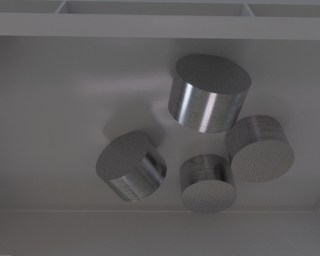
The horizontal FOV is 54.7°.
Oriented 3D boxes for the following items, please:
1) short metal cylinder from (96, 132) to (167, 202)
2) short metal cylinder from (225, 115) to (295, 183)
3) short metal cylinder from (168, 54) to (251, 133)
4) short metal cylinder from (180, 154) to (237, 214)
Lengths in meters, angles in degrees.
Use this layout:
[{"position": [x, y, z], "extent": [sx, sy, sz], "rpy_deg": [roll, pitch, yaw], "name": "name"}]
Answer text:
[{"position": [-0.038, 0.051, 0.416], "extent": [0.080, 0.080, 0.050], "rpy_deg": [-22, 127, 17], "name": "short metal cylinder"}, {"position": [0.132, 0.029, 0.418], "extent": [0.081, 0.050, 0.079], "rpy_deg": [0, 130, 0], "name": "short metal cylinder"}, {"position": [0.052, -0.039, 0.340], "extent": [0.081, 0.080, 0.050], "rpy_deg": [6, 130, -6], "name": "short metal cylinder"}, {"position": [0.071, 0.085, 0.465], "extent": [0.081, 0.050, 0.079], "rpy_deg": [0, 130, 0], "name": "short metal cylinder"}]
